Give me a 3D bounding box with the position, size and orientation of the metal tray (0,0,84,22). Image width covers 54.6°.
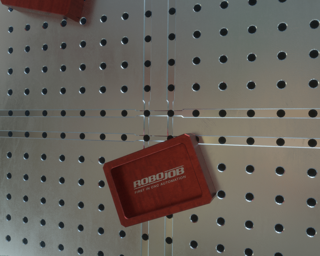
[{"bbox_3d":[-0.175,-0.220,0.473,0.130,0.030,0.090,16,95,19],"label":"metal tray"}]

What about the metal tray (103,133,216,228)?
[{"bbox_3d":[-0.003,0.069,0.411,0.130,0.030,0.090,-21,83,18],"label":"metal tray"}]
